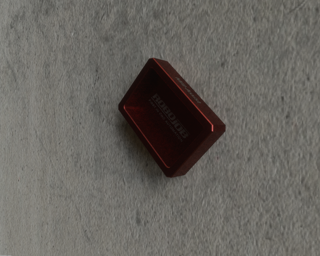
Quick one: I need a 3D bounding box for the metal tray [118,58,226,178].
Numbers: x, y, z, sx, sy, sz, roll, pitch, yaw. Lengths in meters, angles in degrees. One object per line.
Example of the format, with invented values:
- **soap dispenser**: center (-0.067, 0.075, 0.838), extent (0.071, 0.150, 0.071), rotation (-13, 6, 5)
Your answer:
- **metal tray**: center (0.009, -0.014, 0.392), extent (0.090, 0.030, 0.130), rotation (-52, 60, 27)
